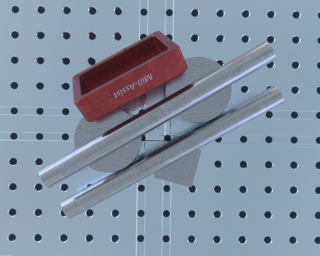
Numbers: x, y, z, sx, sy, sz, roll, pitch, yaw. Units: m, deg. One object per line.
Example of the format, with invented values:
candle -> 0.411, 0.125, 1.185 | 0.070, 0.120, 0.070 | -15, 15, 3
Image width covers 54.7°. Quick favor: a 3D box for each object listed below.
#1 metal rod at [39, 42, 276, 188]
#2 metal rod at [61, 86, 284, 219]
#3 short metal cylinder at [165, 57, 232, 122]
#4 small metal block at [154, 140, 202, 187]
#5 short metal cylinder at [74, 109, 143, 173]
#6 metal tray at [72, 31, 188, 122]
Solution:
metal rod -> -0.003, -0.016, 0.362 | 0.301, 0.025, 0.025 | -30, 90, -1
metal rod -> 0.016, 0.030, 0.387 | 0.301, 0.025, 0.025 | -29, 90, -1
short metal cylinder -> 0.047, -0.047, 0.402 | 0.081, 0.050, 0.079 | 0, 90, -1
small metal block -> 0.023, 0.046, 0.413 | 0.050, 0.025, 0.050 | 15, 90, -1
short metal cylinder -> -0.064, 0.014, 0.400 | 0.081, 0.050, 0.079 | 0, 90, -1
metal tray -> -0.041, -0.067, 0.379 | 0.130, 0.090, 0.030 | -29, 122, -1
